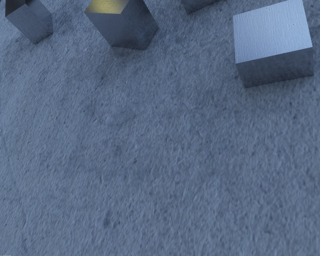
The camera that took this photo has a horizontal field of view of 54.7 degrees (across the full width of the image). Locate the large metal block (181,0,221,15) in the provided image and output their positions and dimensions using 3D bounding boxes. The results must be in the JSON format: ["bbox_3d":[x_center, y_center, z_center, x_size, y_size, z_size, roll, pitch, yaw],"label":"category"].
[{"bbox_3d":[0.067,-0.243,0.501,0.080,0.050,0.080,-19,54,16],"label":"large metal block"}]

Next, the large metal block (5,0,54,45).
[{"bbox_3d":[-0.276,-0.240,0.657,0.050,0.080,0.080,-28,52,10],"label":"large metal block"}]

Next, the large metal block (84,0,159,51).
[{"bbox_3d":[-0.061,-0.177,0.507,0.080,0.080,0.050,16,70,34],"label":"large metal block"}]

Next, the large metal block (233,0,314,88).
[{"bbox_3d":[0.137,-0.102,0.378,0.080,0.050,0.080,-9,58,23],"label":"large metal block"}]
